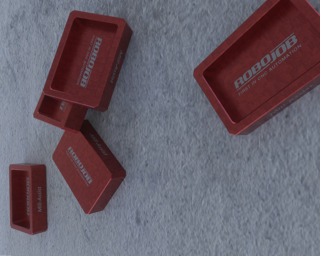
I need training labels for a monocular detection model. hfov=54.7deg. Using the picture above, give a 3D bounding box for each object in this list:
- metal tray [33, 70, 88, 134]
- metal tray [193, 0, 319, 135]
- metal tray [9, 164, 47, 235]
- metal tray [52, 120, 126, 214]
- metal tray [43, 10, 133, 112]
[{"bbox_3d":[-0.145,-0.064,0.495,0.090,0.030,0.129,16,84,38],"label":"metal tray"},{"bbox_3d":[0.105,-0.063,0.313,0.129,0.030,0.090,-42,65,31],"label":"metal tray"},{"bbox_3d":[-0.263,0.137,0.614,0.090,0.030,0.129,-3,88,39],"label":"metal tray"},{"bbox_3d":[-0.118,0.059,0.496,0.130,0.030,0.089,48,118,29],"label":"metal tray"},{"bbox_3d":[-0.102,-0.096,0.441,0.090,0.030,0.129,15,84,16],"label":"metal tray"}]
